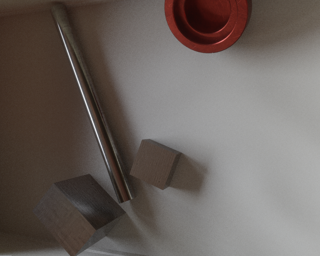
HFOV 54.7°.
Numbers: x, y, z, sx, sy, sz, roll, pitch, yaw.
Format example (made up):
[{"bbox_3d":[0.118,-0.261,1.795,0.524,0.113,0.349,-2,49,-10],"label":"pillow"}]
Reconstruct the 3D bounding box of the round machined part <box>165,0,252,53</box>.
[{"bbox_3d":[0.059,-0.142,0.364,0.098,0.042,0.097,16,133,19],"label":"round machined part"}]

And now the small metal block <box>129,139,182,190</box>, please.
[{"bbox_3d":[-0.006,0.047,0.412,0.050,0.025,0.050,22,97,18],"label":"small metal block"}]

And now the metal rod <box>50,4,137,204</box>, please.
[{"bbox_3d":[-0.098,-0.039,0.443,0.025,0.025,0.299,-24,82,18],"label":"metal rod"}]

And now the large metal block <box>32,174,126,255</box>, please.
[{"bbox_3d":[-0.106,0.113,0.417,0.080,0.080,0.050,43,103,14],"label":"large metal block"}]
